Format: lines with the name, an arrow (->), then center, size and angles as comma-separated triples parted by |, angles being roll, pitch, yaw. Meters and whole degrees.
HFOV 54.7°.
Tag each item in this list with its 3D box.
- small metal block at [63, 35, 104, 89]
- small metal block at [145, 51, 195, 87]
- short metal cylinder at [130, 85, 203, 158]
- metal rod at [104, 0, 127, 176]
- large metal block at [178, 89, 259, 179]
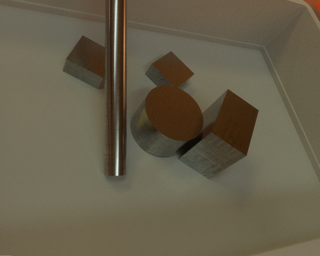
small metal block -> -0.092, -0.087, 0.410 | 0.050, 0.025, 0.050 | 27, 52, -12
small metal block -> 0.015, -0.081, 0.465 | 0.050, 0.025, 0.050 | 45, 51, 3
short metal cylinder -> 0.008, -0.008, 0.401 | 0.081, 0.050, 0.080 | 14, 56, -21
metal rod -> -0.051, -0.096, 0.357 | 0.025, 0.025, 0.298 | 1, 87, -28
large metal block -> 0.077, 0.009, 0.408 | 0.050, 0.080, 0.080 | 34, 51, -7
